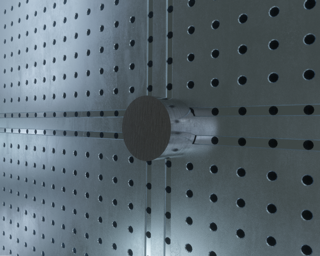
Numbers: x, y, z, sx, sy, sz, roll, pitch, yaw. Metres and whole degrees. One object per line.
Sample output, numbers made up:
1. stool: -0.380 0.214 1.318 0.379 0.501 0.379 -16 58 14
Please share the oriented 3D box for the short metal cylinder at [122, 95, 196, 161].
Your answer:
1. short metal cylinder: -0.002 0.000 0.395 0.080 0.050 0.079 0 90 40
